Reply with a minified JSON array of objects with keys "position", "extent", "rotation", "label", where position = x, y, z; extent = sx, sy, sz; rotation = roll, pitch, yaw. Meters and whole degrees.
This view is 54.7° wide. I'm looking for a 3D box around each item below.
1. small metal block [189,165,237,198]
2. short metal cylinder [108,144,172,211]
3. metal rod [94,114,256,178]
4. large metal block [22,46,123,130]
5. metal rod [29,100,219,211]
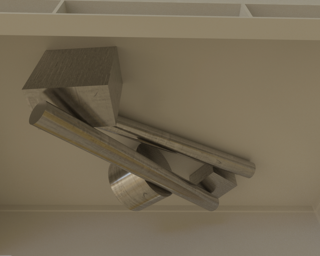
[{"position":[0.082,0.082,0.479],"extent":[0.050,0.025,0.050],"rotation":[31,123,-24],"label":"small metal block"},{"position":[-0.024,0.067,0.427],"extent":[0.050,0.080,0.080],"rotation":[-33,123,24],"label":"short metal cylinder"},{"position":[-0.001,0.015,0.420],"extent":[0.302,0.025,0.025],"rotation":[19,127,-17],"label":"metal rod"},{"position":[-0.087,-0.045,0.333],"extent":[0.080,0.080,0.050],"rotation":[-3,130,2],"label":"large metal block"},{"position":[-0.015,0.050,0.373],"extent":[0.025,0.025,0.301],"rotation":[-33,136,24],"label":"metal rod"}]
